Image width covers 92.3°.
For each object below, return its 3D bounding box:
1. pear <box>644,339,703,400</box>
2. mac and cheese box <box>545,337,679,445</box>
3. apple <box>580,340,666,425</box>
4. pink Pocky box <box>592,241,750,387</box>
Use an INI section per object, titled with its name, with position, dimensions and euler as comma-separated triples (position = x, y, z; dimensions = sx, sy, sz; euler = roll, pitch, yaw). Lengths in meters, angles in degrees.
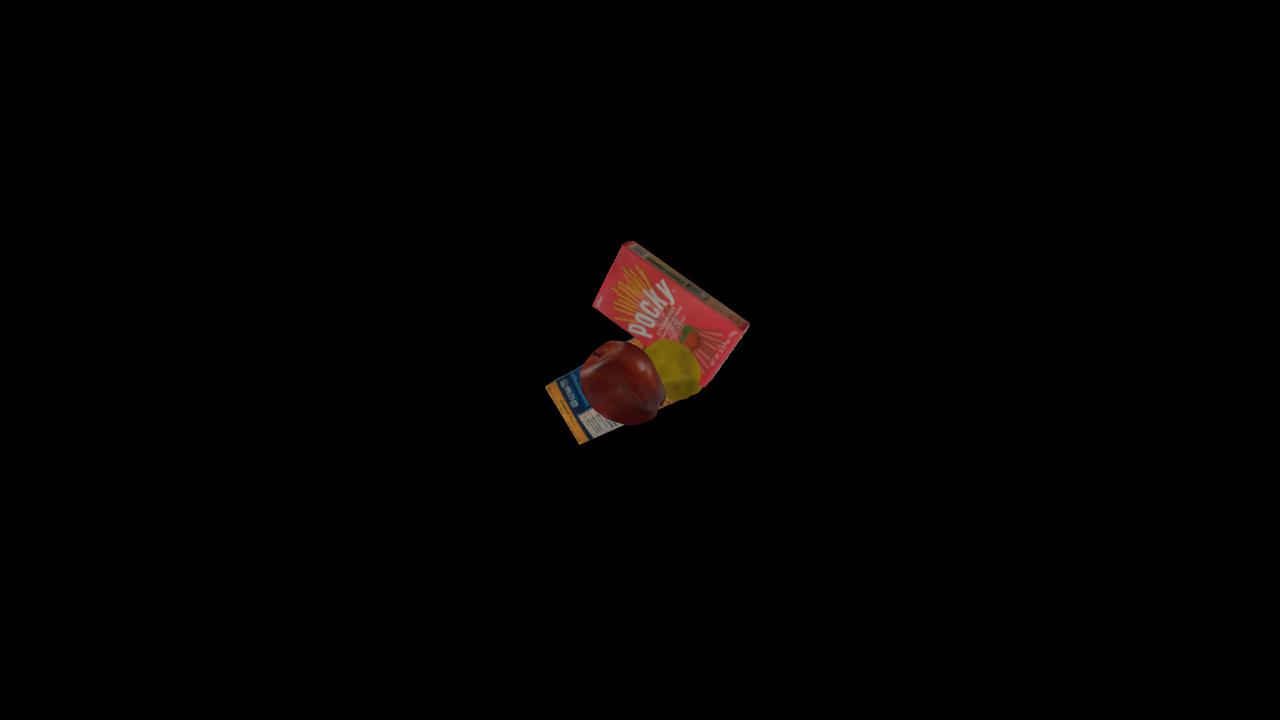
[pear]
position = 0.036, -0.012, 0.683
dimensions = 0.080, 0.111, 0.080
euler = -1, -40, -1
[mac and cheese box]
position = -0.026, 0.033, 0.767
dimensions = 0.184, 0.093, 0.041
euler = -28, 2, 32
[apple]
position = -0.019, 0.024, 0.635
dimensions = 0.079, 0.093, 0.079
euler = -36, 19, 14
[pink Pocky box]
position = 0.029, -0.048, 0.647
dimensions = 0.155, 0.084, 0.029
euler = 37, 34, 9
